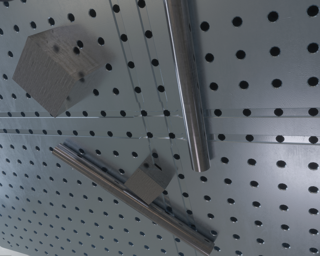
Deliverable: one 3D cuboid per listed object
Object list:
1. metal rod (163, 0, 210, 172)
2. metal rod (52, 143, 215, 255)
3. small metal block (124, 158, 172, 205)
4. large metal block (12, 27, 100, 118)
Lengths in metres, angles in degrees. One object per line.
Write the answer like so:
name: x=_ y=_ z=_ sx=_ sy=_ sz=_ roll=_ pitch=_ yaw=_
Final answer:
metal rod: x=0.027 y=-0.079 z=0.347 sx=0.025 sy=0.025 sz=0.298 roll=2 pitch=120 yaw=27
metal rod: x=-0.047 y=0.114 z=0.506 sx=0.301 sy=0.025 sz=0.025 roll=32 pitch=129 yaw=7
small metal block: x=-0.019 y=0.082 z=0.472 sx=0.050 sy=0.025 sz=0.050 roll=40 pitch=129 yaw=1
large metal block: x=-0.144 y=-0.075 z=0.425 sx=0.080 sy=0.050 sz=0.080 roll=43 pitch=129 yaw=-2
